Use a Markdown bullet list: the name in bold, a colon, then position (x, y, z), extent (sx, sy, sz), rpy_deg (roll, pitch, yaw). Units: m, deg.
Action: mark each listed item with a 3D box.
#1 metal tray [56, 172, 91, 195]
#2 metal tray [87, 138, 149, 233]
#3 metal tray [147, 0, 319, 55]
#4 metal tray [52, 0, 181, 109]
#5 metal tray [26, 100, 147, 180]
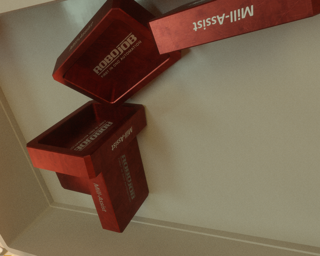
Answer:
- **metal tray**: position (-0.118, 0.064, 0.500), extent (0.130, 0.030, 0.089), rpy_deg (4, 121, 32)
- **metal tray**: position (-0.059, 0.070, 0.441), extent (0.030, 0.090, 0.129), rpy_deg (4, 120, 26)
- **metal tray**: position (0.066, -0.103, 0.267), extent (0.130, 0.090, 0.030), rpy_deg (-6, 115, 31)
- **metal tray**: position (-0.051, -0.080, 0.354), extent (0.090, 0.030, 0.130), rpy_deg (28, 137, -33)
- **metal tray**: position (-0.086, 0.007, 0.391), extent (0.090, 0.131, 0.030), rpy_deg (7, 122, 24)
